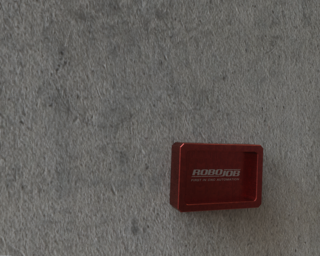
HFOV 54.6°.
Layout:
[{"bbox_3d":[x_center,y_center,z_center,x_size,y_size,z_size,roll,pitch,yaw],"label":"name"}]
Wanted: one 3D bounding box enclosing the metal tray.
[{"bbox_3d":[0.081,0.067,0.435,0.131,0.030,0.090,2,89,-20],"label":"metal tray"}]
